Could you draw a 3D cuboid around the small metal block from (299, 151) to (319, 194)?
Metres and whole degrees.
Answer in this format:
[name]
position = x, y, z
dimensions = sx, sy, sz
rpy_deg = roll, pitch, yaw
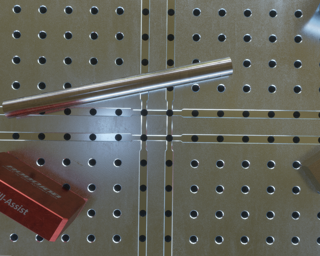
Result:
[small metal block]
position = 0.227, 0.057, 0.415
dimensions = 0.050, 0.025, 0.050
rpy_deg = -34, 90, 0

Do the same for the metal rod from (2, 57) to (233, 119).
[metal rod]
position = -0.055, -0.054, 0.412
dimensions = 0.302, 0.025, 0.025
rpy_deg = -11, 90, 0

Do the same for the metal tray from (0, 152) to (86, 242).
[metal tray]
position = -0.164, 0.079, 0.379
dimensions = 0.130, 0.090, 0.030
rpy_deg = 31, 90, 0
